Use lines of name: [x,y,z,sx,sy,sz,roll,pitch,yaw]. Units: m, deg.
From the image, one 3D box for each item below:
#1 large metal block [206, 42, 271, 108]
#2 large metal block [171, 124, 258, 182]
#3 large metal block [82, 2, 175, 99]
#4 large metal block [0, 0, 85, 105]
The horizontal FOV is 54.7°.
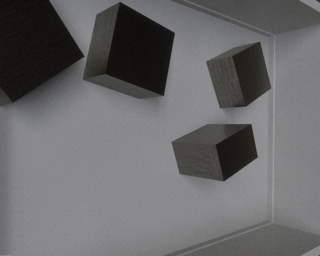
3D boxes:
large metal block: [0.129,-0.085,0.501,0.081,0.050,0.080,-32,110,-36]
large metal block: [0.077,0.031,0.438,0.081,0.080,0.050,-24,106,-38]
large metal block: [-0.035,-0.085,0.363,0.081,0.050,0.080,16,80,-39]
large metal block: [-0.132,-0.077,0.281,0.080,0.050,0.080,-45,117,-31]
